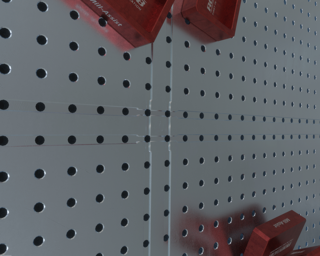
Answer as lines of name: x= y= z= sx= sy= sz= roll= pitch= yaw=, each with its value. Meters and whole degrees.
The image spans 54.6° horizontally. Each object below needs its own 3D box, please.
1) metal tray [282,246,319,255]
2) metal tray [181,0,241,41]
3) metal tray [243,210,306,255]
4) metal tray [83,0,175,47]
metal tray: x=0.238 y=0.233 z=0.473 sx=0.030 sy=0.130 sz=0.090 roll=-25 pitch=67 yaw=-11
metal tray: x=0.086 y=-0.213 z=0.476 sx=0.090 sy=0.030 sz=0.130 roll=21 pitch=77 yaw=-38
metal tray: x=0.202 y=0.205 z=0.552 sx=0.131 sy=0.030 sz=0.089 roll=-5 pitch=117 yaw=-40
metal tray: x=-0.045 y=-0.171 z=0.366 sx=0.130 sy=0.030 sz=0.090 roll=36 pitch=68 yaw=-34
